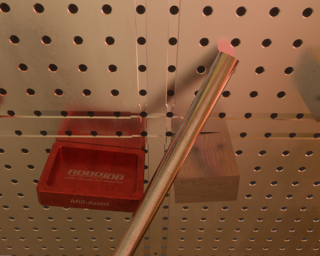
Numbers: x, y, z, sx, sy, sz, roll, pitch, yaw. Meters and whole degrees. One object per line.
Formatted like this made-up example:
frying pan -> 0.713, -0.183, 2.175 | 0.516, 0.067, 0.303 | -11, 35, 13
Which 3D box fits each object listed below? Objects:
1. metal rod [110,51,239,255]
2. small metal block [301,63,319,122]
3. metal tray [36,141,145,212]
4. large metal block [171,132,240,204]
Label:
metal rod -> 0.009, 0.051, 0.368 | 0.025, 0.025, 0.299 | 25, 99, -20
small metal block -> 0.196, -0.041, 0.362 | 0.025, 0.050, 0.050 | 4, 130, -4
metal tray -> -0.088, 0.065, 0.422 | 0.131, 0.090, 0.030 | 6, 130, -6
large metal block -> 0.058, 0.053, 0.421 | 0.080, 0.080, 0.050 | -3, 130, 3
